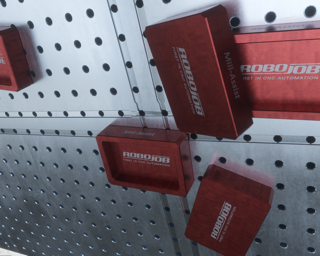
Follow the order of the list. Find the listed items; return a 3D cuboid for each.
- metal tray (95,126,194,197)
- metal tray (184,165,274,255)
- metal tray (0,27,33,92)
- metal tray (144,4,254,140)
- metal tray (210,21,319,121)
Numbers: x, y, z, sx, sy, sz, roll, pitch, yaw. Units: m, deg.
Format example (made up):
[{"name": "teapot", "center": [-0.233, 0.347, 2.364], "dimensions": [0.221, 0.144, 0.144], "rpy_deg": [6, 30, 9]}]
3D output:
[{"name": "metal tray", "center": [-0.022, 0.046, 0.446], "dimensions": [0.130, 0.030, 0.089], "rpy_deg": [4, 120, 25]}, {"name": "metal tray", "center": [0.092, 0.122, 0.434], "dimensions": [0.090, 0.030, 0.129], "rpy_deg": [21, 126, 15]}, {"name": "metal tray", "center": [-0.267, -0.109, 0.478], "dimensions": [0.130, 0.030, 0.089], "rpy_deg": [9, 123, 22]}, {"name": "metal tray", "center": [0.041, -0.055, 0.331], "dimensions": [0.090, 0.030, 0.129], "rpy_deg": [9, 126, 50]}, {"name": "metal tray", "center": [0.117, -0.055, 0.311], "dimensions": [0.130, 0.030, 0.089], "rpy_deg": [4, 120, 26]}]
